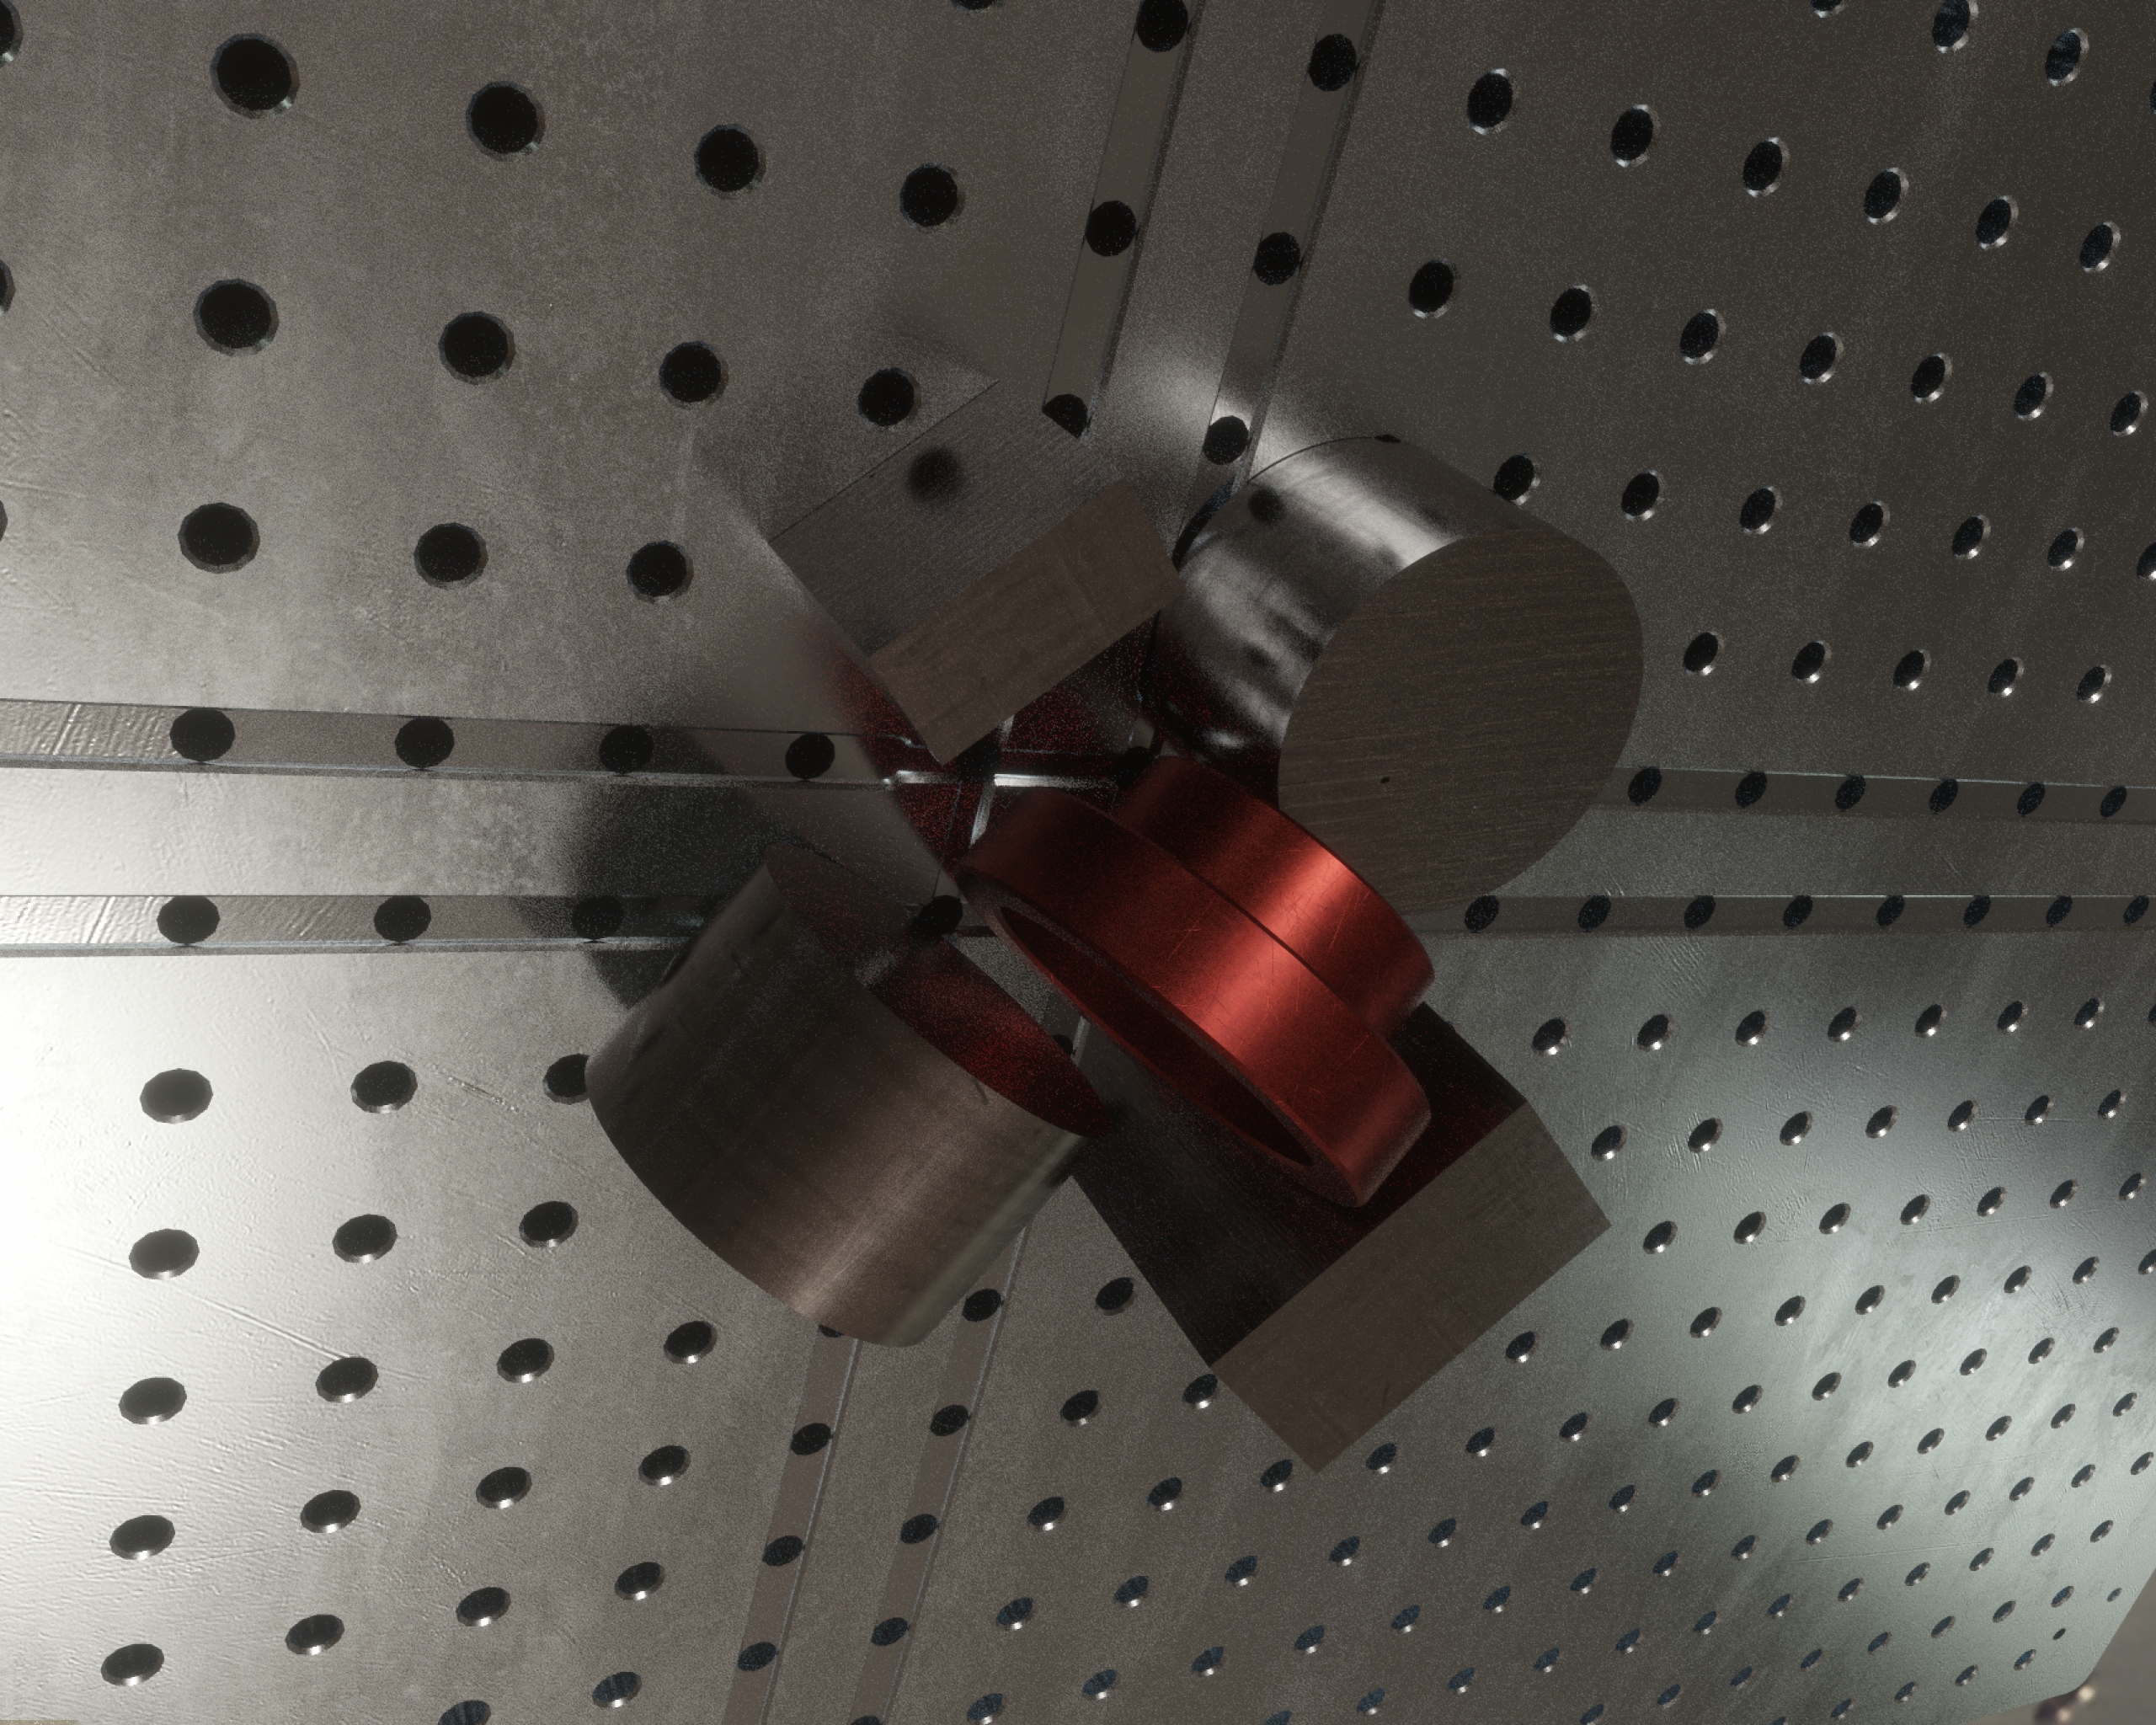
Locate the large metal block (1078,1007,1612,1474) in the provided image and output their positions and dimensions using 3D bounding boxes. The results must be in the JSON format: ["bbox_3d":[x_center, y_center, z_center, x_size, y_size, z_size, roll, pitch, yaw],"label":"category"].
[{"bbox_3d":[0.051,0.067,0.448,0.080,0.080,0.050,-40,130,-2],"label":"large metal block"}]

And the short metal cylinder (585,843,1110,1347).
[{"bbox_3d":[-0.041,0.041,0.379,0.050,0.080,0.080,-50,129,6],"label":"short metal cylinder"}]

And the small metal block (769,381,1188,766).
[{"bbox_3d":[-0.018,-0.050,0.355,0.050,0.050,0.025,-36,130,-5],"label":"small metal block"}]

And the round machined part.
[{"bbox_3d":[0.027,0.017,0.392,0.042,0.098,0.098,-50,130,-9],"label":"round machined part"}]

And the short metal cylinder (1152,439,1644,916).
[{"bbox_3d":[0.062,-0.036,0.408,0.081,0.050,0.079,-14,125,-21],"label":"short metal cylinder"}]
